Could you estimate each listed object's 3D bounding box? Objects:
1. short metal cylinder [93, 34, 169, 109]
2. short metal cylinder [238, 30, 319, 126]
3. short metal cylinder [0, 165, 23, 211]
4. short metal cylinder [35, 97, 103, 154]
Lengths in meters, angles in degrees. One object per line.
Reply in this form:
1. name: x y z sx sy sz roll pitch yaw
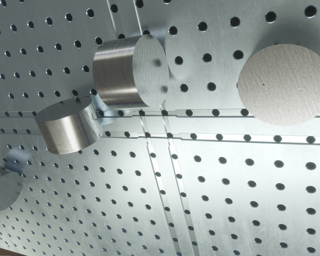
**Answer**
1. short metal cylinder: -0.030 -0.062 0.352 0.050 0.080 0.080 -1 118 28
2. short metal cylinder: 0.122 -0.049 0.301 0.080 0.050 0.079 13 124 20
3. short metal cylinder: -0.322 0.117 0.614 0.050 0.080 0.079 17 125 18
4. short metal cylinder: -0.127 -0.005 0.437 0.080 0.080 0.050 0 118 28
